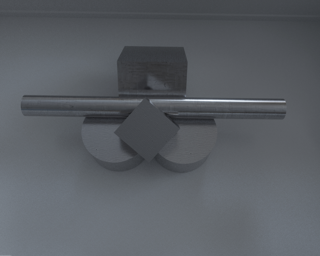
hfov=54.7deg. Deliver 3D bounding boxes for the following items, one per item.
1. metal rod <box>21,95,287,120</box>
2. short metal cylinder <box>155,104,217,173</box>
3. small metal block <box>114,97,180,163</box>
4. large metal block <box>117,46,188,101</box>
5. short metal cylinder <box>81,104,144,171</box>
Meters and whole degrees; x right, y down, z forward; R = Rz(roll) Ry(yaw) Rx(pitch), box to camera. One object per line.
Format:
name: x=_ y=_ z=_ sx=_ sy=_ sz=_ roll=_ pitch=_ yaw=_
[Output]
metal rod: x=-0.007 y=-0.024 z=0.364 sx=0.302 sy=0.025 sz=0.025 roll=1 pitch=70 yaw=0
short metal cylinder: x=0.028 y=0.012 z=0.391 sx=0.081 sy=0.050 sz=0.080 roll=0 pitch=70 yaw=0
small metal block: x=-0.014 y=0.001 z=0.343 sx=0.050 sy=0.025 sz=0.050 roll=41 pitch=96 yaw=-6
large metal block: x=-0.009 y=-0.071 z=0.399 sx=0.081 sy=0.050 sz=0.080 roll=1 pitch=27 yaw=0
short metal cylinder: x=-0.053 y=0.010 z=0.391 sx=0.081 sy=0.050 sz=0.080 roll=0 pitch=70 yaw=0
